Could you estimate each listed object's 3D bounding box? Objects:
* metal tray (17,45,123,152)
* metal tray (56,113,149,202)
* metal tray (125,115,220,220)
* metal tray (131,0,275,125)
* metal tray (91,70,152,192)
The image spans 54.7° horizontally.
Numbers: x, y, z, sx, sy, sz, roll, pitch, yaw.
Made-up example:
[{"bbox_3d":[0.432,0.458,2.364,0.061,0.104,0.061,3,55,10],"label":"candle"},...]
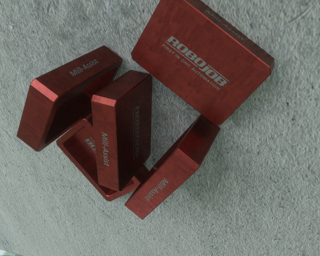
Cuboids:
[{"bbox_3d":[-0.103,-0.039,0.369,0.030,0.131,0.089,37,129,3],"label":"metal tray"},{"bbox_3d":[-0.089,0.046,0.478,0.090,0.030,0.130,-32,101,38],"label":"metal tray"},{"bbox_3d":[0.014,0.049,0.388,0.030,0.090,0.129,40,129,1],"label":"metal tray"},{"bbox_3d":[0.043,-0.075,0.335,0.130,0.030,0.089,39,129,1],"label":"metal tray"},{"bbox_3d":[-0.044,0.003,0.389,0.030,0.090,0.129,15,125,19],"label":"metal tray"}]
